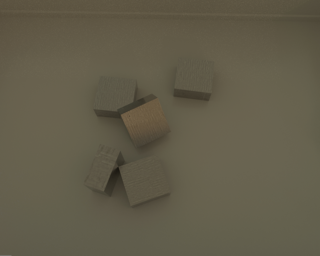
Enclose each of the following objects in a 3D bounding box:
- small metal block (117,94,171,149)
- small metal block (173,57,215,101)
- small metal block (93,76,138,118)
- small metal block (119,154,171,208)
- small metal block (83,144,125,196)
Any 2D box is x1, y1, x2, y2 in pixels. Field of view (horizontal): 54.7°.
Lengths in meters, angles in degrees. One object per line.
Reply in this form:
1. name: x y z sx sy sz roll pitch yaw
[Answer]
1. small metal block: -0.020 -0.009 0.399 0.050 0.025 0.050 -26 114 -9
2. small metal block: 0.048 -0.069 0.435 0.050 0.025 0.050 8 70 2
3. small metal block: -0.059 -0.041 0.424 0.050 0.025 0.050 6 70 2
4. small metal block: -0.019 0.066 0.385 0.050 0.025 0.050 -18 71 -7
5. small metal block: -0.066 0.053 0.376 0.025 0.050 0.050 18 71 6
